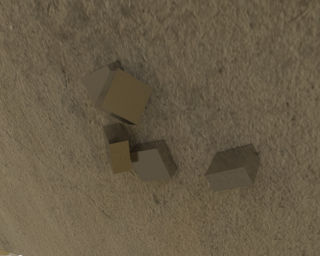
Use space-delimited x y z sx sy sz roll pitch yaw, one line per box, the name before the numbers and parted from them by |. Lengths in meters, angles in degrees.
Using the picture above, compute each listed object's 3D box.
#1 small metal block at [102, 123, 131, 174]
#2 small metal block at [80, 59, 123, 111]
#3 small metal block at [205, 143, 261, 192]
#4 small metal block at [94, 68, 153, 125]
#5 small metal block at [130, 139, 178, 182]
small metal block | -0.061 0.028 0.436 0.025 0.050 0.050 -12 122 -16
small metal block | -0.068 -0.055 0.407 0.050 0.025 0.050 -15 111 34
small metal block | 0.088 0.048 0.373 0.050 0.050 0.025 -20 108 35
small metal block | -0.044 -0.037 0.375 0.050 0.050 0.025 28 168 -29
small metal block | -0.010 0.047 0.440 0.050 0.025 0.050 -12 113 33
